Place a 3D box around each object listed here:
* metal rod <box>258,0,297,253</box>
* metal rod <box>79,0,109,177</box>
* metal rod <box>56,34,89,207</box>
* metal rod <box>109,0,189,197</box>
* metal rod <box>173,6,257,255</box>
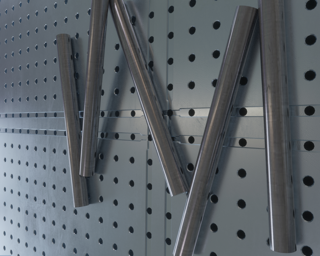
[{"bbox_3d":[0.117,-0.029,0.313,0.025,0.025,0.298,-4,88,40],"label":"metal rod"},{"bbox_3d":[-0.102,-0.069,0.476,0.025,0.025,0.298,18,107,38],"label":"metal rod"},{"bbox_3d":[-0.152,-0.016,0.536,0.025,0.025,0.299,-13,81,39],"label":"metal rod"},{"bbox_3d":[-0.021,-0.054,0.427,0.025,0.025,0.299,-30,71,36],"label":"metal rod"},{"bbox_3d":[0.061,0.015,0.359,0.025,0.025,0.298,21,103,38],"label":"metal rod"}]
